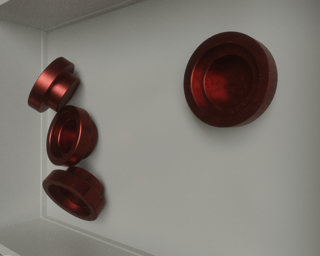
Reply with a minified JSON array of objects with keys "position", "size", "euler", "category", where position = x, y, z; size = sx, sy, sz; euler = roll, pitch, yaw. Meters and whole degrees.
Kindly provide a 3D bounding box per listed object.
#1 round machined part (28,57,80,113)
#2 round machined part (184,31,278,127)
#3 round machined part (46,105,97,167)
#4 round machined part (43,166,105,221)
[{"position":[-0.169,-0.065,0.512],"size":[0.042,0.098,0.097],"euler":[34,117,-6],"category":"round machined part"},{"position":[0.077,-0.049,0.332],"size":[0.098,0.042,0.097],"euler":[0,90,40],"category":"round machined part"},{"position":[-0.139,0.015,0.502],"size":[0.098,0.042,0.098],"euler":[-14,68,40],"category":"round machined part"},{"position":[-0.128,0.097,0.480],"size":[0.098,0.042,0.097],"euler":[19,139,17],"category":"round machined part"}]
